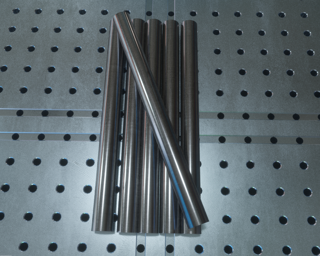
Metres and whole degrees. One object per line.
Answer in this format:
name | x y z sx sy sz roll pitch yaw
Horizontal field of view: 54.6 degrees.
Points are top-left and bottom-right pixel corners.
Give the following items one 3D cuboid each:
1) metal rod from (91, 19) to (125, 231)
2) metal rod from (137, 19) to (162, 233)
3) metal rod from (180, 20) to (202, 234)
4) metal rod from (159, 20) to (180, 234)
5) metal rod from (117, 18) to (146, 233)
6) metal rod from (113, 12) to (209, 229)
metal rod | -0.066 -0.018 0.417 0.025 0.025 0.299 1 70 0
metal rod | -0.012 -0.016 0.417 0.025 0.025 0.299 1 70 0
metal rod | 0.040 -0.015 0.418 0.025 0.025 0.299 1 70 0
metal rod | 0.014 -0.016 0.418 0.025 0.025 0.299 1 70 0
metal rod | -0.036 -0.017 0.417 0.025 0.025 0.299 1 70 0
metal rod | -0.006 -0.024 0.394 0.025 0.025 0.299 -18 71 -6
